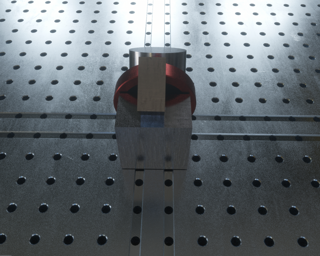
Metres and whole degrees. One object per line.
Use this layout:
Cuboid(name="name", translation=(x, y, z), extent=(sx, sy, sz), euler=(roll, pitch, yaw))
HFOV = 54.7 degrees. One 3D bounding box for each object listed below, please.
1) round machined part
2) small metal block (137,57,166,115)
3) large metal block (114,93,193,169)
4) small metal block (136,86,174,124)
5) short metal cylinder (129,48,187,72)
Cuboid(name="round machined part", translation=(-0.006, -0.043, 0.383), extent=(0.099, 0.097, 0.042), euler=(1, 50, 0))
Cuboid(name="small metal block", translation=(-0.007, -0.039, 0.306), extent=(0.025, 0.050, 0.050), euler=(1, 88, 0))
Cuboid(name="large metal block", translation=(-0.007, 0.006, 0.366), extent=(0.081, 0.080, 0.050), euler=(1, 50, 0))
Cuboid(name="small metal block", translation=(-0.006, -0.033, 0.434), extent=(0.050, 0.025, 0.050), euler=(1, 50, 0))
Cuboid(name="short metal cylinder", translation=(-0.003, -0.086, 0.442), extent=(0.081, 0.050, 0.080), euler=(1, 20, 0))
